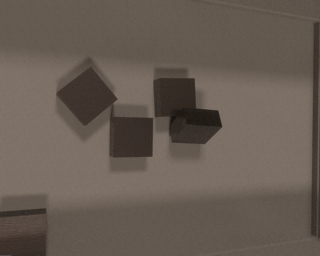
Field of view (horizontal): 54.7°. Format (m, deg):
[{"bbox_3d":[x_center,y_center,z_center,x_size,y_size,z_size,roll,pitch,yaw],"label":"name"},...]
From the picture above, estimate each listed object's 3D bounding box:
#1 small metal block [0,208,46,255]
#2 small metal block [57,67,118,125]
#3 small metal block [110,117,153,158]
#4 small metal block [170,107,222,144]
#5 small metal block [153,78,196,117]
[{"bbox_3d":[-0.157,0.122,0.353,0.050,0.025,0.050,1,90,-21],"label":"small metal block"},{"bbox_3d":[-0.089,-0.038,0.378,0.050,0.025,0.050,-42,104,-15],"label":"small metal block"},{"bbox_3d":[-0.037,0.011,0.398,0.050,0.025,0.050,1,90,-21],"label":"small metal block"},{"bbox_3d":[0.046,-0.002,0.413,0.050,0.050,0.025,4,59,-20],"label":"small metal block"},{"bbox_3d":[0.020,-0.041,0.419,0.050,0.025,0.050,-3,91,-20],"label":"small metal block"}]
